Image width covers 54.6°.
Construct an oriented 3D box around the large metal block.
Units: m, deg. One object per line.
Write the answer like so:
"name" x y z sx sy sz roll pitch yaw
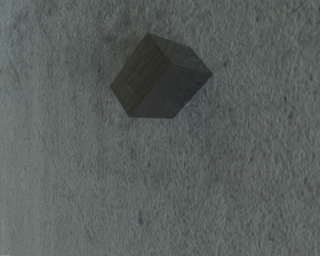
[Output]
"large metal block" 0.002 -0.057 0.369 0.080 0.081 0.050 -48 61 29
